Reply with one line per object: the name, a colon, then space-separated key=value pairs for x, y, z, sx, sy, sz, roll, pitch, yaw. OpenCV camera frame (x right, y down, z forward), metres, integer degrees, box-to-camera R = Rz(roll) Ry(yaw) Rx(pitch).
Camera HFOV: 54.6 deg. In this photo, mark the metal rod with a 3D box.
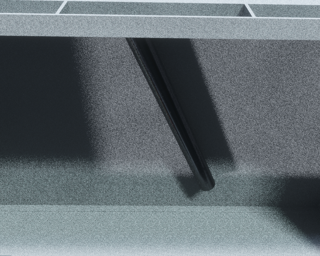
metal rod: x=0.018 y=-0.017 z=0.393 sx=0.025 sy=0.025 sz=0.299 roll=-17 pitch=128 yaw=14
